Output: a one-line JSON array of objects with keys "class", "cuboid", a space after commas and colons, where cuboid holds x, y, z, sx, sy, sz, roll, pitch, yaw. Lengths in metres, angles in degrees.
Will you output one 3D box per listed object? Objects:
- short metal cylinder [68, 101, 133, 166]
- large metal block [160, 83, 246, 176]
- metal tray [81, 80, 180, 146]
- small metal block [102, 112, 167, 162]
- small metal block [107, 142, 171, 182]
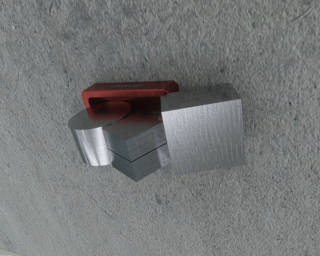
[{"class": "short metal cylinder", "cuboid": [-0.070, 0.005, 0.396, 0.080, 0.080, 0.050, 1, 119, 27]}, {"class": "large metal block", "cuboid": [0.048, 0.001, 0.349, 0.080, 0.050, 0.079, -10, 117, 3]}, {"class": "metal tray", "cuboid": [-0.034, -0.014, 0.414, 0.130, 0.030, 0.089, 2, 120, 27]}, {"class": "small metal block", "cuboid": [-0.028, 0.008, 0.344, 0.050, 0.050, 0.025, 21, 130, 49]}, {"class": "small metal block", "cuboid": [-0.023, 0.031, 0.355, 0.050, 0.050, 0.025, 21, 130, 49]}]
